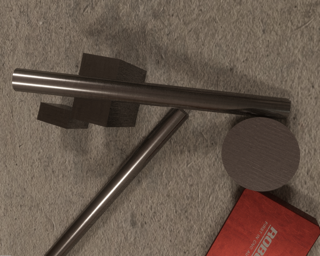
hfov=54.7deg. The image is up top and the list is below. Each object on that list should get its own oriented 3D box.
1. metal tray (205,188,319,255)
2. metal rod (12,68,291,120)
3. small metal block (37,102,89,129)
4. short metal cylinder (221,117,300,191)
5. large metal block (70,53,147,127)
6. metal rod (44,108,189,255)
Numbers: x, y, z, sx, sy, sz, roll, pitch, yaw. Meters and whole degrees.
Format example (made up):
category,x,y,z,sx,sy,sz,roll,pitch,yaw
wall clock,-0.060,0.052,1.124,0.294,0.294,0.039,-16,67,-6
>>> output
category,x,y,z,sx,sy,sz,roll,pitch,yaw
metal tray,0.113,0.143,0.366,0.090,0.030,0.129,30,99,17
metal rod,-0.004,-0.037,0.346,0.302,0.025,0.025,6,92,-5
small metal block,-0.136,-0.017,0.442,0.050,0.050,0.025,16,96,19
short metal cylinder,0.115,0.028,0.355,0.080,0.050,0.079,0,90,19
large metal block,-0.063,-0.045,0.401,0.050,0.080,0.079,14,95,19
metal rod,-0.067,0.087,0.431,0.025,0.025,0.299,44,103,14
